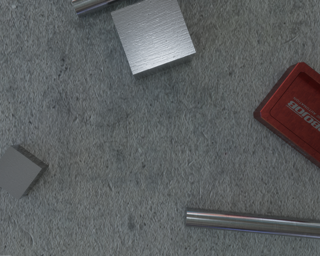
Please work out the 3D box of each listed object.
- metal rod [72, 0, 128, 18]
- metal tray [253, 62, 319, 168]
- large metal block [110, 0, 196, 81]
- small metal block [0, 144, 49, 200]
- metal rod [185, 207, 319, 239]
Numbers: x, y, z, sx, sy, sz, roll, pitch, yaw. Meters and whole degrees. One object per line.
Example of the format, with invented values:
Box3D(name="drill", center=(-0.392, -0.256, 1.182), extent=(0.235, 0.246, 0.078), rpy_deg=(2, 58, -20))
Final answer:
Box3D(name="metal rod", center=(0.030, -0.210, 0.410), extent=(0.301, 0.025, 0.025), rpy_deg=(-21, 90, -1))
Box3D(name="metal tray", center=(0.204, -0.013, 0.410), extent=(0.130, 0.030, 0.090), rpy_deg=(38, 90, -1))
Box3D(name="large metal block", center=(-0.008, -0.115, 0.397), extent=(0.080, 0.050, 0.080), rpy_deg=(-20, 90, -1))
Box3D(name="small metal block", center=(-0.186, 0.057, 0.408), extent=(0.050, 0.025, 0.050), rpy_deg=(36, 90, -1))
Box3D(name="metal rod", center=(0.184, 0.133, 0.412), extent=(0.302, 0.025, 0.025), rpy_deg=(6, 90, -1))
